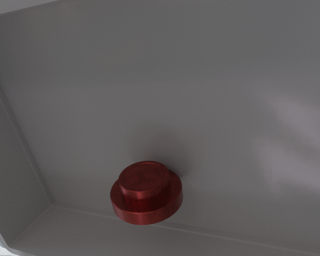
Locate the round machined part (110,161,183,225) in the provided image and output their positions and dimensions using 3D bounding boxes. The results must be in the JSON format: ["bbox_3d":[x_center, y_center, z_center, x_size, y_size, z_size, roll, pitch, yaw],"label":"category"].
[{"bbox_3d":[-0.019,0.081,0.422,0.098,0.098,0.042,7,121,25],"label":"round machined part"}]
